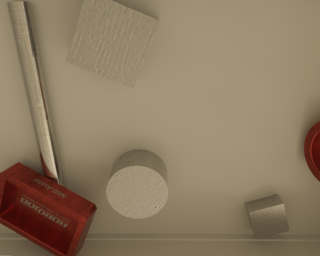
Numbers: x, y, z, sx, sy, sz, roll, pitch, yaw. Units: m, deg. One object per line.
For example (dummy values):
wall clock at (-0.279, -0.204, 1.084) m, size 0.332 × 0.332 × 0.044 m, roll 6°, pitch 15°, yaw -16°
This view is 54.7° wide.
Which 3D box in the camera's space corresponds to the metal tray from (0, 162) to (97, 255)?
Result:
metal tray at (-0.160, 0.115, 0.423) m, size 0.130 × 0.030 × 0.089 m, roll 27°, pitch 116°, yaw 7°

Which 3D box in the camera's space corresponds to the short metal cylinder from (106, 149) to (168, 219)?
short metal cylinder at (-0.030, 0.076, 0.426) m, size 0.081 × 0.050 × 0.079 m, roll 0°, pitch 110°, yaw -1°

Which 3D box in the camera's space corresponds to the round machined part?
round machined part at (0.240, 0.031, 0.394) m, size 0.042 × 0.098 × 0.097 m, roll -10°, pitch 113°, yaw -28°

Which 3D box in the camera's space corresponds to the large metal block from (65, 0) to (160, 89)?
large metal block at (-0.053, -0.102, 0.360) m, size 0.080 × 0.050 × 0.079 m, roll 21°, pitch 109°, yaw -8°

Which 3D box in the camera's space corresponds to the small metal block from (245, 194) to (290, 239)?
small metal block at (0.160, 0.132, 0.463) m, size 0.050 × 0.025 × 0.050 m, roll -17°, pitch 110°, yaw 5°

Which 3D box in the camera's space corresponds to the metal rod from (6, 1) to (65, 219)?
metal rod at (-0.154, -0.005, 0.407) m, size 0.025 × 0.025 × 0.298 m, roll -3°, pitch 110°, yaw 1°
